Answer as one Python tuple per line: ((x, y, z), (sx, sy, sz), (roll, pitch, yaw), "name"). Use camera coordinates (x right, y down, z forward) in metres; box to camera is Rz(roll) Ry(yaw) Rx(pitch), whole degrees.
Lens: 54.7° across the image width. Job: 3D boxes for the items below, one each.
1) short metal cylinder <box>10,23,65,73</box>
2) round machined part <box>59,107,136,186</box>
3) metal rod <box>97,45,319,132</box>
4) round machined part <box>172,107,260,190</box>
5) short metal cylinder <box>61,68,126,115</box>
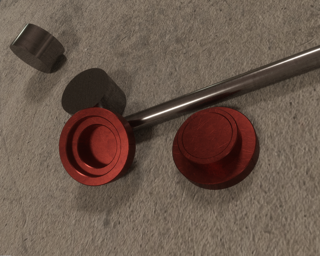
((-0.226, -0.146, 0.574), (0.080, 0.080, 0.050), (17, 71, 34), "short metal cylinder")
((-0.076, 0.023, 0.400), (0.098, 0.042, 0.097), (-1, 87, 18), "round machined part")
((0.052, -0.037, 0.398), (0.301, 0.025, 0.025), (-19, 55, 16), "metal rod")
((0.059, 0.017, 0.351), (0.098, 0.042, 0.098), (-13, 56, 20), "round machined part")
((-0.098, -0.043, 0.463), (0.080, 0.050, 0.080), (-13, 56, 20), "short metal cylinder")
